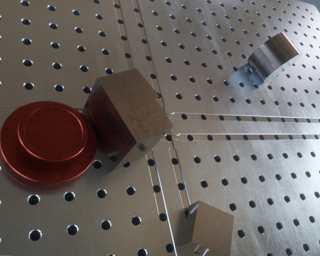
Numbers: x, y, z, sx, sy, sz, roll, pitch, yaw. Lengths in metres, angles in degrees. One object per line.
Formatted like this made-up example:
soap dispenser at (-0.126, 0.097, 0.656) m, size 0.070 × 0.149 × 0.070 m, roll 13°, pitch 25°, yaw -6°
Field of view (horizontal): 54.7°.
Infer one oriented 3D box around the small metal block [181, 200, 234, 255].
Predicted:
small metal block at (0.057, 0.121, 0.367) m, size 0.050 × 0.025 × 0.050 m, roll 26°, pitch 52°, yaw -12°

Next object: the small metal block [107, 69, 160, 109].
small metal block at (-0.038, -0.046, 0.417) m, size 0.050 × 0.025 × 0.050 m, roll -32°, pitch 80°, yaw -38°

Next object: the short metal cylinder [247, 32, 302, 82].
short metal cylinder at (0.209, -0.128, 0.567) m, size 0.081 × 0.080 × 0.050 m, roll -25°, pitch 76°, yaw -37°

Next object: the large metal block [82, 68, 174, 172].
large metal block at (-0.042, -0.008, 0.356) m, size 0.050 × 0.080 × 0.080 m, roll -24°, pitch 75°, yaw -37°

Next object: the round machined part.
round machined part at (-0.115, 0.012, 0.329) m, size 0.099 × 0.042 × 0.098 m, roll 14°, pitch 56°, yaw -21°
